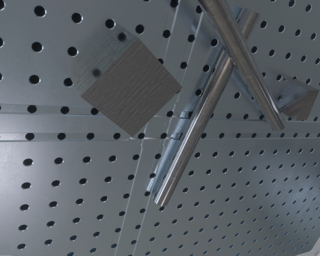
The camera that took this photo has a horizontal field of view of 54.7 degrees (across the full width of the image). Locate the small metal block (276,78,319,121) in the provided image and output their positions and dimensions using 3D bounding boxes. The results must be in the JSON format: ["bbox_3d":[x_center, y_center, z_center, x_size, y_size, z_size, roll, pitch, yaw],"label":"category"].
[{"bbox_3d":[0.210,-0.045,0.482,0.025,0.050,0.050,-4,120,-27],"label":"small metal block"}]

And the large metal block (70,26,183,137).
[{"bbox_3d":[-0.037,-0.050,0.344,0.080,0.050,0.080,-45,129,3],"label":"large metal block"}]

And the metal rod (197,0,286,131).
[{"bbox_3d":[0.119,-0.070,0.405,0.025,0.025,0.301,-46,138,4],"label":"metal rod"}]

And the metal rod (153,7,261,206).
[{"bbox_3d":[0.057,-0.016,0.432,0.025,0.025,0.298,11,113,-33],"label":"metal rod"}]
